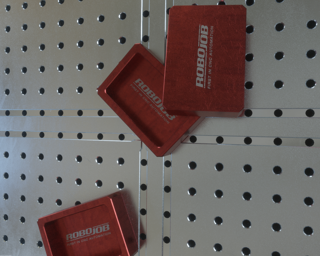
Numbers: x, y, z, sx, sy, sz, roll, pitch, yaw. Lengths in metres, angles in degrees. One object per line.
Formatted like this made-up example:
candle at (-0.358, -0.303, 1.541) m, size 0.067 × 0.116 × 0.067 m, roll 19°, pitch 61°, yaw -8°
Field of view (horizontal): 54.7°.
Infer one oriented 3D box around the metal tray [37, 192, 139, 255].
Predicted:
metal tray at (-0.106, 0.154, 0.445) m, size 0.130 × 0.030 × 0.090 m, roll -21°, pitch 83°, yaw 18°

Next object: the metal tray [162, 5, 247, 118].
metal tray at (0.054, -0.080, 0.369) m, size 0.090 × 0.030 × 0.129 m, roll 3°, pitch 79°, yaw 8°

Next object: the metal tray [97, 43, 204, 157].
metal tray at (-0.010, -0.037, 0.412) m, size 0.130 × 0.030 × 0.090 m, roll 46°, pitch 104°, yaw 14°
